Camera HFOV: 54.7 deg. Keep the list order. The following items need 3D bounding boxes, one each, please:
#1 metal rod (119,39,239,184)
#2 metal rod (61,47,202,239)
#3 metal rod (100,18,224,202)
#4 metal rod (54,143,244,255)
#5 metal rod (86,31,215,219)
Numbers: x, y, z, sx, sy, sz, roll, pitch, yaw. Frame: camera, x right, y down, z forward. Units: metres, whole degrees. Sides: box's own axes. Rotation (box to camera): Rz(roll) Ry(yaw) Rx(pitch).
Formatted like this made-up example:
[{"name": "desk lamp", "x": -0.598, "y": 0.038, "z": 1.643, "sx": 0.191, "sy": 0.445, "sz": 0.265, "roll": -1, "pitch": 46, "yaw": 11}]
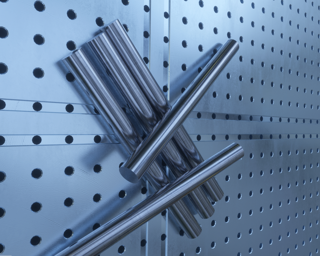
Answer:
[{"name": "metal rod", "x": 0.043, "y": -0.042, "z": 0.421, "sx": 0.301, "sy": 0.025, "sz": 0.025, "roll": -51, "pitch": 121, "yaw": -37}, {"name": "metal rod", "x": -0.022, "y": 0.036, "z": 0.392, "sx": 0.025, "sy": 0.025, "sz": 0.299, "roll": -47, "pitch": 118, "yaw": -30}, {"name": "metal rod", "x": 0.015, "y": -0.007, "z": 0.423, "sx": 0.025, "sy": 0.025, "sz": 0.299, "roll": -48, "pitch": 119, "yaw": -29}, {"name": "metal rod", "x": -0.006, "y": 0.093, "z": 0.379, "sx": 0.302, "sy": 0.025, "sz": 0.025, "roll": -27, "pitch": 108, "yaw": -28}, {"name": "metal rod", "x": 0.000, "y": 0.013, "z": 0.411, "sx": 0.025, "sy": 0.025, "sz": 0.299, "roll": -47, "pitch": 118, "yaw": -30}]
